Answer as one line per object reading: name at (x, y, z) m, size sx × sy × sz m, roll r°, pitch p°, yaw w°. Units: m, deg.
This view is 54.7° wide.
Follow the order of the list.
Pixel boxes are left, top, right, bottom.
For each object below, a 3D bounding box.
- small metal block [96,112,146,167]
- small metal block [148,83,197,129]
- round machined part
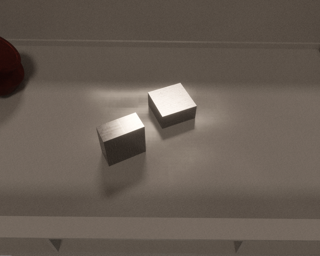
small metal block at (-0.046, 0.014, 0.376) m, size 0.050 × 0.050 × 0.025 m, roll -21°, pitch 54°, yaw -17°
small metal block at (0.016, -0.032, 0.432) m, size 0.050 × 0.025 × 0.050 m, roll -18°, pitch 53°, yaw -15°
round machined part at (-0.239, -0.096, 0.437) m, size 0.098 × 0.042 × 0.098 m, roll 35°, pitch 31°, yaw -25°
